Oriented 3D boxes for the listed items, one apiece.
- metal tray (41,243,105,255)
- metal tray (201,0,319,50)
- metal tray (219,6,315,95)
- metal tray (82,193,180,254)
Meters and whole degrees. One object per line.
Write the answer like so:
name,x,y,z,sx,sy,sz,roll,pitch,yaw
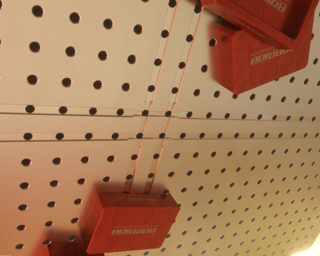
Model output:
metal tray,-0.151,0.236,0.473,0.091,0.030,0.129,21,107,-36
metal tray,0.120,-0.156,0.352,0.131,0.030,0.090,19,96,-25
metal tray,0.146,-0.109,0.423,0.131,0.030,0.089,-22,127,-16
metal tray,-0.043,0.146,0.477,0.131,0.030,0.089,10,113,-33
